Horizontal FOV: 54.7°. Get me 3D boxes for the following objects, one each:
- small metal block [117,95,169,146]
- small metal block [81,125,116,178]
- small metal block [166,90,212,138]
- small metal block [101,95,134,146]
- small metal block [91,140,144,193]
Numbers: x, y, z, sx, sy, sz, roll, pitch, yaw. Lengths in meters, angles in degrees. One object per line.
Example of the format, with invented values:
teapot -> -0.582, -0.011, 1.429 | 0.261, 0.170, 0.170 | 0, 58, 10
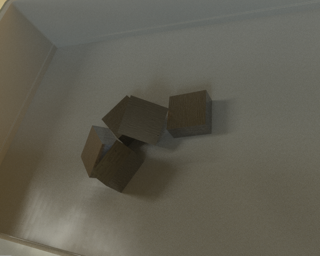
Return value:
small metal block -> -0.022, -0.009, 0.399 | 0.050, 0.025, 0.050 | 19, 86, -4
small metal block -> -0.079, 0.032, 0.408 | 0.050, 0.025, 0.050 | 48, 119, 52
small metal block -> 0.038, -0.017, 0.396 | 0.050, 0.025, 0.050 | -8, 58, 24
small metal block -> -0.046, -0.011, 0.437 | 0.050, 0.025, 0.050 | -44, 51, -3
small metal block -> -0.051, 0.049, 0.384 | 0.025, 0.050, 0.050 | 32, 79, 23
